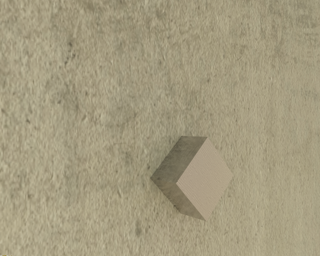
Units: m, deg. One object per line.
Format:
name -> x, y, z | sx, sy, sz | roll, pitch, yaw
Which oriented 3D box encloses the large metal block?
large metal block -> 0.047, 0.068, 0.430 | 0.080, 0.050, 0.080 | -52, 121, -28
